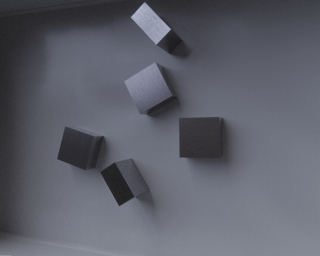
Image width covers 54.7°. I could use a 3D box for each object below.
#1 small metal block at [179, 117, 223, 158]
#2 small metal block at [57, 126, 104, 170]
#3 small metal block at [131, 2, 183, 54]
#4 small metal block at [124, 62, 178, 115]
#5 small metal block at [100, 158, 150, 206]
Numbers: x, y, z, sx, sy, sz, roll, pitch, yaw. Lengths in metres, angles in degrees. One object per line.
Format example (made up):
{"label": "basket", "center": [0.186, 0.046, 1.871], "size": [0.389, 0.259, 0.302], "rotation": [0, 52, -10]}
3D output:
{"label": "small metal block", "center": [0.052, 0.012, 0.392], "size": [0.050, 0.025, 0.050], "rotation": [-1, 90, 20]}
{"label": "small metal block", "center": [-0.116, 0.028, 0.451], "size": [0.050, 0.025, 0.050], "rotation": [17, 96, 19]}
{"label": "small metal block", "center": [-0.003, -0.127, 0.398], "size": [0.025, 0.050, 0.050], "rotation": [-44, 77, 15]}
{"label": "small metal block", "center": [-0.012, -0.052, 0.415], "size": [0.050, 0.025, 0.050], "rotation": [-29, 81, 17]}
{"label": "small metal block", "center": [-0.045, 0.071, 0.413], "size": [0.025, 0.050, 0.050], "rotation": [-35, 79, 17]}
